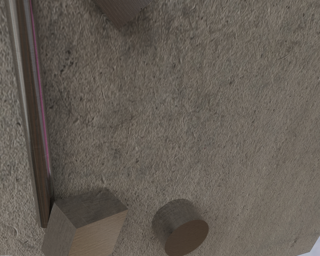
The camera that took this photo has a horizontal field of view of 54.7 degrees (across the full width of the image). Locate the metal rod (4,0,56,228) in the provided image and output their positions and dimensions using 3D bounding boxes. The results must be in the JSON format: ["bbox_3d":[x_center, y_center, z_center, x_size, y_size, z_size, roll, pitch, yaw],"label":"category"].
[{"bbox_3d":[-0.133,-0.008,0.329,0.025,0.025,0.298,-9,123,-24],"label":"metal rod"}]

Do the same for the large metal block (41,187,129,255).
[{"bbox_3d":[-0.098,0.133,0.404,0.081,0.050,0.079,-6,124,-50],"label":"large metal block"}]

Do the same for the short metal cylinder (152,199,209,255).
[{"bbox_3d":[0.033,0.165,0.513,0.081,0.050,0.079,-14,125,-21],"label":"short metal cylinder"}]

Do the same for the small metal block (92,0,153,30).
[{"bbox_3d":[-0.041,-0.134,0.302,0.050,0.025,0.050,-41,130,0],"label":"small metal block"}]
